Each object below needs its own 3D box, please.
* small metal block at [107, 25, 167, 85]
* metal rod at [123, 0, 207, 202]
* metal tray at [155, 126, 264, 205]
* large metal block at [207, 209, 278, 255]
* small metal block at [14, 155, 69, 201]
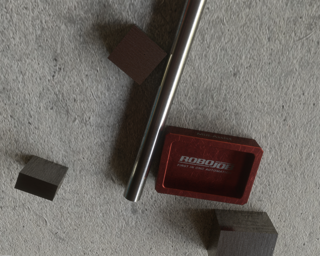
[{"bbox_3d":[-0.027,-0.089,0.377,0.050,0.025,0.050,39,105,-14],"label":"small metal block"},{"bbox_3d":[0.004,-0.035,0.396,0.025,0.025,0.298,16,109,-6],"label":"metal rod"},{"bbox_3d":[0.064,0.052,0.427,0.131,0.030,0.089,9,110,-4],"label":"metal tray"},{"bbox_3d":[0.119,0.172,0.462,0.081,0.050,0.079,5,110,-2],"label":"large metal block"},{"bbox_3d":[-0.158,0.067,0.419,0.050,0.050,0.025,22,109,-8],"label":"small metal block"}]
